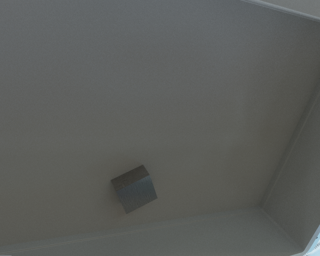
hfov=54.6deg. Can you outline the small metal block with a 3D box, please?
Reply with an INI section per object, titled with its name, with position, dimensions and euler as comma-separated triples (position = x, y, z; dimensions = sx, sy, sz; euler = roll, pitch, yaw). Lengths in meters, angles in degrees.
[small metal block]
position = -0.036, 0.088, 0.442
dimensions = 0.050, 0.025, 0.050
euler = -25, 128, -13
